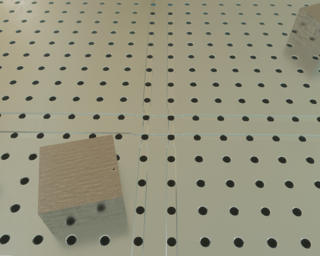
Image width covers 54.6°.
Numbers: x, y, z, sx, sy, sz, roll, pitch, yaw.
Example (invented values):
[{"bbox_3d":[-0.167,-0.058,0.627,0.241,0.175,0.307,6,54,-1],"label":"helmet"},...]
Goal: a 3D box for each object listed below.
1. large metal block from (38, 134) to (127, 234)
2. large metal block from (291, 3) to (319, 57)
[{"bbox_3d":[-0.084,0.060,0.341,0.081,0.050,0.080,-10,51,-8],"label":"large metal block"},{"bbox_3d":[0.294,-0.175,0.540,0.081,0.050,0.080,-18,52,-15],"label":"large metal block"}]
